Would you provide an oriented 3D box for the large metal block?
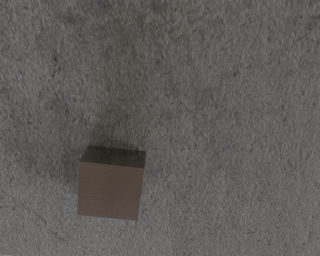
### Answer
[{"bbox_3d":[-0.065,0.074,0.423,0.081,0.050,0.079,7,110,-3],"label":"large metal block"}]
